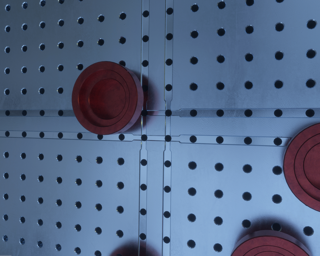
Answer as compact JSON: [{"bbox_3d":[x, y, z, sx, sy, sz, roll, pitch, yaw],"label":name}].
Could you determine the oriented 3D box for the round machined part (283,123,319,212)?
[{"bbox_3d":[0.187,0.041,0.338,0.098,0.042,0.097,0,90,19],"label":"round machined part"}]

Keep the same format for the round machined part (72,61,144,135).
[{"bbox_3d":[-0.067,-0.040,0.426,0.098,0.042,0.097,0,90,19],"label":"round machined part"}]

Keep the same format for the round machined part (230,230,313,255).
[{"bbox_3d":[0.130,0.167,0.358,0.098,0.042,0.097,0,90,19],"label":"round machined part"}]
